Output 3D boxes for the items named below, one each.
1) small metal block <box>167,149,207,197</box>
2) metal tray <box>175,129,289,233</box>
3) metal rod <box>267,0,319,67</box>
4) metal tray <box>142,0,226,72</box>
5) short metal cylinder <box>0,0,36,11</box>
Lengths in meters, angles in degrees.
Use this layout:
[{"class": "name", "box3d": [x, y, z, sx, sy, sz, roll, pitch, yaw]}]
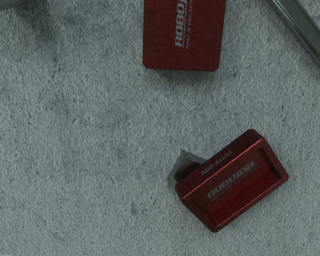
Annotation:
[{"class": "small metal block", "box3d": [0.044, 0.065, 0.435, 0.050, 0.025, 0.050, 23, 108, -9]}, {"class": "metal tray", "box3d": [0.097, 0.073, 0.415, 0.130, 0.030, 0.090, -38, 121, 4]}, {"class": "metal rod", "box3d": [0.194, -0.098, 0.376, 0.025, 0.025, 0.300, -43, 105, 14]}, {"class": "metal tray", "box3d": [0.027, -0.134, 0.358, 0.091, 0.030, 0.129, 2, 110, -2]}, {"class": "short metal cylinder", "box3d": [-0.167, -0.165, 0.317, 0.050, 0.080, 0.080, -16, 110, 5]}]
